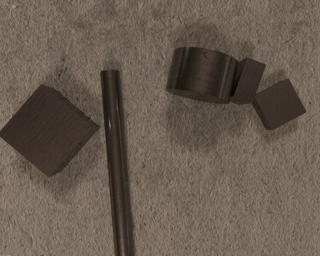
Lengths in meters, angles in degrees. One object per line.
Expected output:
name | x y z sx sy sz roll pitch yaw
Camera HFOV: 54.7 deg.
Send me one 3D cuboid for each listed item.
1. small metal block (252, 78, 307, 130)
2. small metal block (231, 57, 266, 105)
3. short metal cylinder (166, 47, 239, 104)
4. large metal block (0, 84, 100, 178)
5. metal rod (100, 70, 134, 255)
small metal block | 0.156 -0.031 0.412 0.050 0.025 0.050 -28 90 -1
small metal block | 0.106 -0.058 0.398 0.025 0.050 0.050 20 90 -5
short metal cylinder | 0.052 -0.063 0.383 0.080 0.080 0.050 12 90 -1
large metal block | -0.138 0.003 0.396 0.080 0.050 0.080 41 90 -1
metal rod | -0.054 0.074 0.409 0.025 0.025 0.298 -5 90 -1
